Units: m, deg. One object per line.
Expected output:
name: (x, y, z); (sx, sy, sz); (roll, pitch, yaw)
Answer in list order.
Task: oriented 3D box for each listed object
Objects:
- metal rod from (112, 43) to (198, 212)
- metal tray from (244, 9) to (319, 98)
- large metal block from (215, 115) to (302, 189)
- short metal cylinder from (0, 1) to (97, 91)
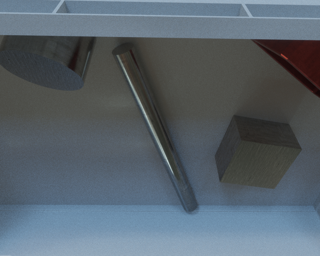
metal rod: (0.005, 0.022, 0.427); (0.025, 0.025, 0.299); (-14, 129, 11)
metal tray: (0.154, -0.061, 0.313); (0.131, 0.090, 0.030); (30, 110, -24)
large metal block: (0.130, 0.034, 0.424); (0.081, 0.050, 0.079); (9, 130, -8)
short metal cylinder: (-0.108, -0.076, 0.302); (0.080, 0.050, 0.080); (10, 164, 3)
